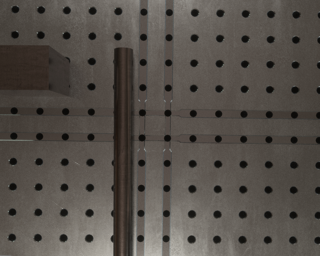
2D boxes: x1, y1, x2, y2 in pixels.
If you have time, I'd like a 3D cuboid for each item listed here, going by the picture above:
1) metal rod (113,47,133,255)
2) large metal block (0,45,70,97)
[{"bbox_3d":[-0.049,0.045,0.412,0.025,0.025,0.298,0,90,-1],"label":"metal rod"},{"bbox_3d":[-0.164,-0.067,0.384,0.081,0.080,0.050,0,90,-1],"label":"large metal block"}]
